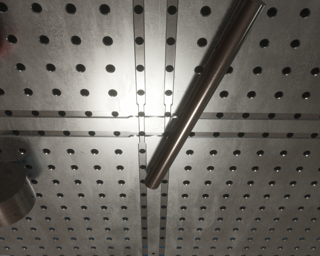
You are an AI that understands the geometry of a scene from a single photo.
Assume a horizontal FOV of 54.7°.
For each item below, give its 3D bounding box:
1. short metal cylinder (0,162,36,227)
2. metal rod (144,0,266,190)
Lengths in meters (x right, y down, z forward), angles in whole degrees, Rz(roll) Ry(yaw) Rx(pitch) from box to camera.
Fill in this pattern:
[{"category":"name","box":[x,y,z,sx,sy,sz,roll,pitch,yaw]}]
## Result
[{"category":"short metal cylinder","box":[-0.231,0.096,0.454,0.081,0.080,0.050,-1,130,0]},{"category":"metal rod","box":[0.040,-0.020,0.394,0.025,0.025,0.298,16,128,-14]}]
